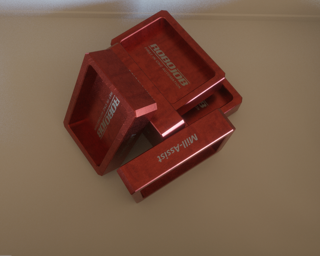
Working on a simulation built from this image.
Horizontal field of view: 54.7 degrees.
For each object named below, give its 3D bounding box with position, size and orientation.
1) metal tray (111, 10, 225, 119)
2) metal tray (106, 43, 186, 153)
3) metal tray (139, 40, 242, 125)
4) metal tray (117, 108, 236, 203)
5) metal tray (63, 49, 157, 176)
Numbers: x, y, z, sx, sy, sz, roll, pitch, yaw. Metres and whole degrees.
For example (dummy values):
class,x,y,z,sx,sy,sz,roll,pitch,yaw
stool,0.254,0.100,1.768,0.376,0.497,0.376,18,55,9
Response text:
class,x,y,z,sx,sy,sz,roll,pitch,yaw
metal tray,0.009,-0.083,0.404,0.090,0.030,0.130,-35,73,-12
metal tray,-0.023,-0.031,0.384,0.030,0.090,0.130,-35,74,-12
metal tray,0.037,-0.058,0.428,0.090,0.030,0.130,-33,73,-10
metal tray,0.018,0.036,0.361,0.131,0.090,0.030,-31,73,-11
metal tray,-0.064,-0.014,0.358,0.030,0.129,0.090,-25,69,-41
